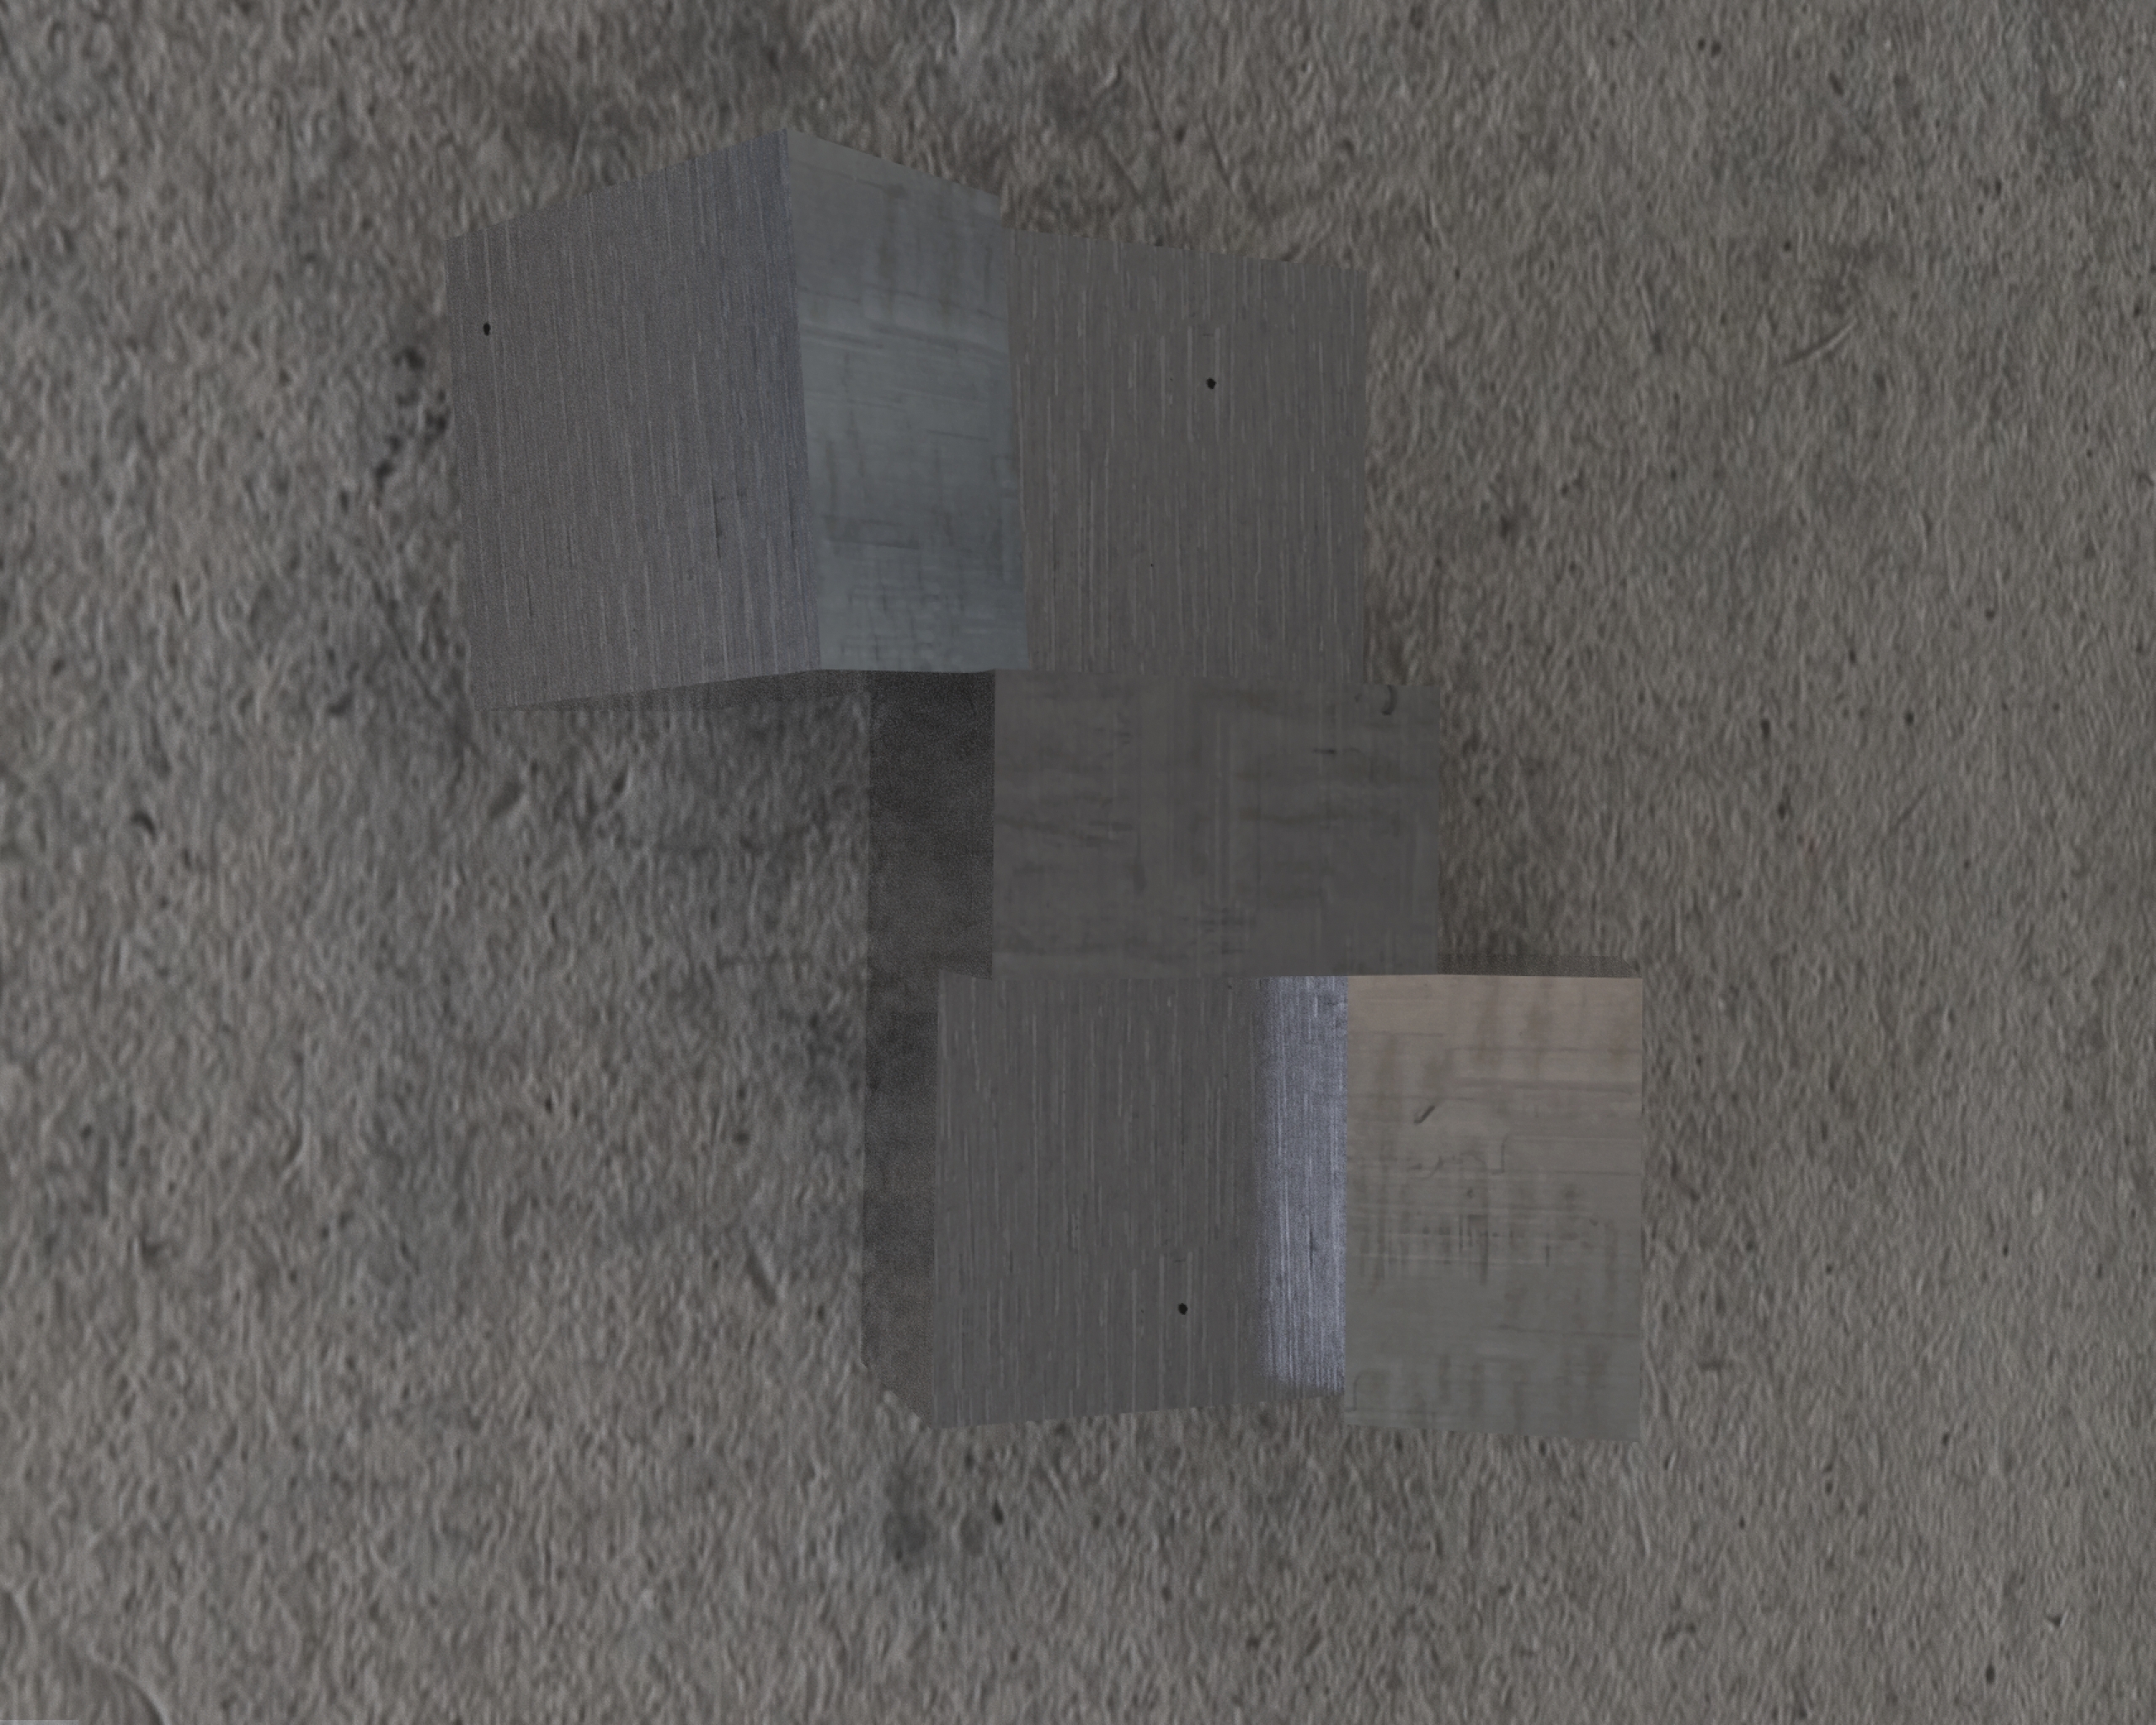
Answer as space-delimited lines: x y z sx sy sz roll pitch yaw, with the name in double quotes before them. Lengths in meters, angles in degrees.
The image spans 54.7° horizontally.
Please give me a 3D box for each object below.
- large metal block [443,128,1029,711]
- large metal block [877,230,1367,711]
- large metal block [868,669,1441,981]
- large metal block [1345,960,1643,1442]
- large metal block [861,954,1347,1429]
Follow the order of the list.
"large metal block" -0.058 -0.068 0.351 0.050 0.080 0.080 -5 92 -54
"large metal block" 0.007 -0.071 0.398 0.081 0.050 0.080 1 90 -20
"large metal block" 0.011 -0.006 0.383 0.081 0.080 0.050 0 90 -20
"large metal block" 0.080 0.059 0.402 0.050 0.080 0.080 0 90 12
"large metal block" 0.005 0.058 0.397 0.081 0.050 0.080 1 90 -20
